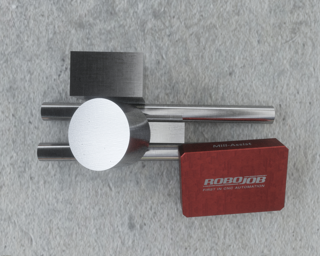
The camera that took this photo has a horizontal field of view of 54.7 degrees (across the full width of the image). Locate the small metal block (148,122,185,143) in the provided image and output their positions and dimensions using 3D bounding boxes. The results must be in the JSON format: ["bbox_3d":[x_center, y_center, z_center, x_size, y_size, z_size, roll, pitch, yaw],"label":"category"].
[{"bbox_3d":[0.004,0.005,0.398,0.050,0.050,0.025,1,90,-1],"label":"small metal block"}]

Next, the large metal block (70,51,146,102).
[{"bbox_3d":[-0.060,-0.060,0.383,0.081,0.080,0.050,1,90,-1],"label":"large metal block"}]

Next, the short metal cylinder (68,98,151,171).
[{"bbox_3d":[-0.058,0.008,0.362,0.080,0.050,0.080,-1,88,23],"label":"short metal cylinder"}]

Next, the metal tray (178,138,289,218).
[{"bbox_3d":[0.091,0.063,0.396,0.131,0.030,0.089,-4,108,-2],"label":"metal tray"}]

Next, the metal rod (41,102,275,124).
[{"bbox_3d":[-0.002,-0.020,0.411,0.302,0.025,0.025,1,90,-1],"label":"metal rod"}]

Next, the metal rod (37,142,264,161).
[{"bbox_3d":[-0.007,0.031,0.411,0.302,0.025,0.025,0,90,-1],"label":"metal rod"}]
